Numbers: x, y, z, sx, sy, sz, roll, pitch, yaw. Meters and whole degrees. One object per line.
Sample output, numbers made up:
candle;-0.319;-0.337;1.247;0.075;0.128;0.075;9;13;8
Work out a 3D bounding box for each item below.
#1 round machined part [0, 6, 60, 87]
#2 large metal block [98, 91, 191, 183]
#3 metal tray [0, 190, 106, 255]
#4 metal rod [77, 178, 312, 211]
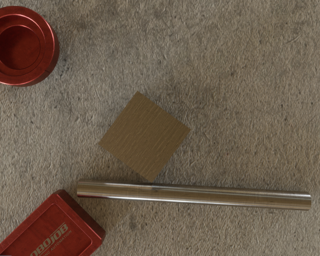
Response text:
round machined part;-0.179;-0.101;0.400;0.099;0.042;0.097;0;90;0
large metal block;-0.019;0.010;0.397;0.080;0.050;0.080;36;90;0
metal tray;-0.149;0.157;0.406;0.130;0.030;0.090;-44;90;0
metal rod;0.045;0.088;0.410;0.302;0.025;0.025;3;90;-1
